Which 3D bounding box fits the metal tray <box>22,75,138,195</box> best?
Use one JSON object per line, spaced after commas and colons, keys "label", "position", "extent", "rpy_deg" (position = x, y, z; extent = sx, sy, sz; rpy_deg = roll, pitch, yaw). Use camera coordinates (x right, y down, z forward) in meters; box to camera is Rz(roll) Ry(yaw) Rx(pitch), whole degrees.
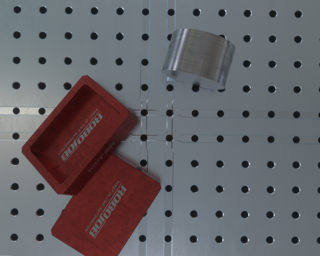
{"label": "metal tray", "position": [-0.102, 0.009, 0.392], "extent": [0.090, 0.030, 0.130], "rpy_deg": [40, 90, 23]}

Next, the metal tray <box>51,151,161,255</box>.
{"label": "metal tray", "position": [-0.069, 0.104, 0.410], "extent": [0.090, 0.030, 0.130], "rpy_deg": [33, 90, 0]}

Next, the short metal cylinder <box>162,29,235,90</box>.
{"label": "short metal cylinder", "position": [0.048, -0.083, 0.386], "extent": [0.080, 0.080, 0.050], "rpy_deg": [16, 90, 0]}
